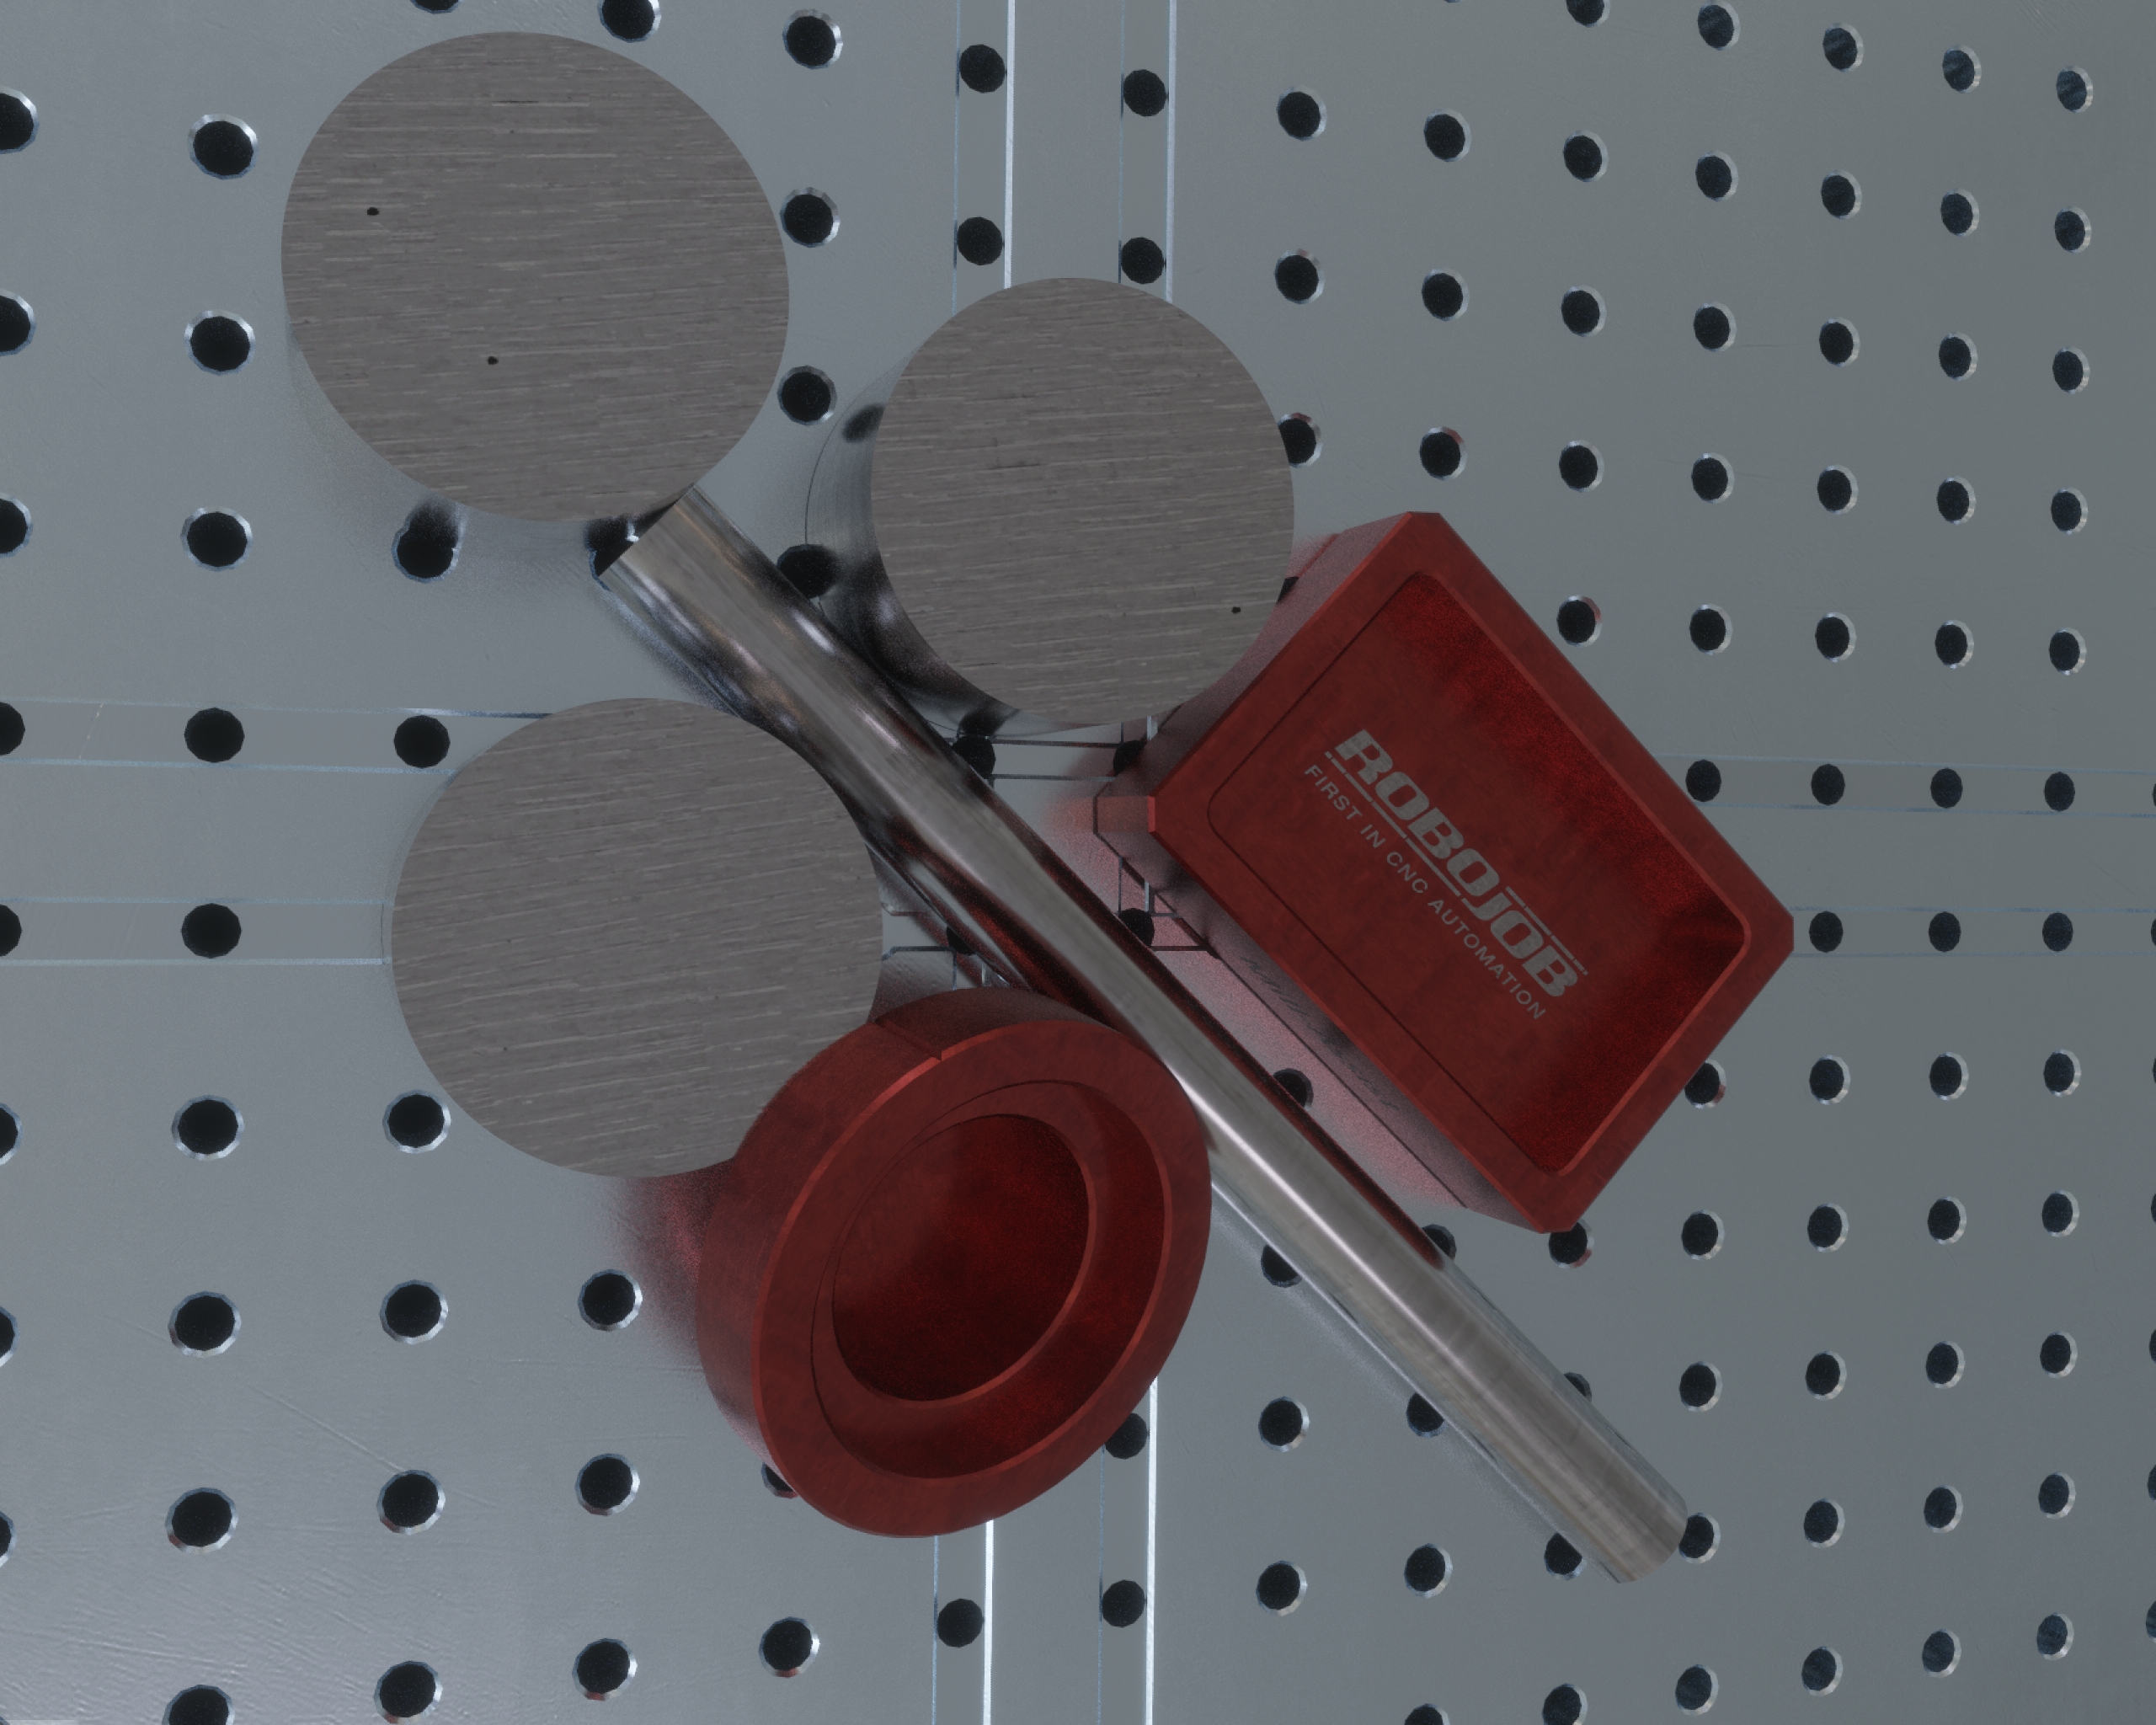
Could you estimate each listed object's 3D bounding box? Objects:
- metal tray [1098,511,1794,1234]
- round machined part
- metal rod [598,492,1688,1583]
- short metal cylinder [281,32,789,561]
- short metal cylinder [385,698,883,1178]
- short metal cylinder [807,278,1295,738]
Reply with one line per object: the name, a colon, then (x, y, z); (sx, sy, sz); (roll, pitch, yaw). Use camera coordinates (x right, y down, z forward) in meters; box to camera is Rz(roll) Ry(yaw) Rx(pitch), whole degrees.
metal tray: (0.079, 0.003, 0.438); (0.130, 0.030, 0.090); (45, 77, -15)
round machined part: (-0.026, 0.069, 0.383); (0.099, 0.042, 0.097); (-14, 113, -35)
metal rod: (0.022, 0.043, 0.421); (0.300, 0.025, 0.025); (46, 76, -14)
short metal cylinder: (-0.095, -0.096, 0.364); (0.081, 0.050, 0.080); (0, 90, -20)
short metal cylinder: (-0.080, 0.012, 0.369); (0.081, 0.050, 0.080); (0, 90, -20)
short metal cylinder: (-0.006, -0.065, 0.396); (0.081, 0.050, 0.080); (0, 90, -20)
